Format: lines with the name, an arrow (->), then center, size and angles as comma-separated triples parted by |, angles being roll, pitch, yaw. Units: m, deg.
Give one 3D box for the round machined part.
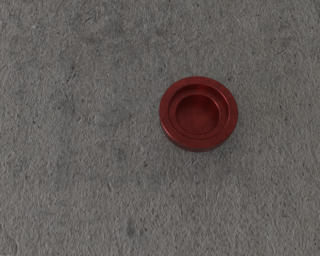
round machined part -> 0.048, -0.015, 0.405 | 0.099, 0.042, 0.098 | 0, 70, 0
